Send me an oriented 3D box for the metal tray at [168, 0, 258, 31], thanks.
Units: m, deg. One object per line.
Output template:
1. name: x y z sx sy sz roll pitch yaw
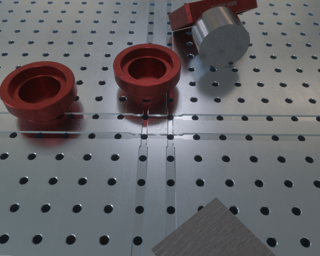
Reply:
1. metal tray: 0.091 -0.206 0.545 0.131 0.030 0.090 -18 13 -15

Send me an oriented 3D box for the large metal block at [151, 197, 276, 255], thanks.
1. large metal block: 0.049 0.126 0.285 0.081 0.050 0.080 -32 57 -24

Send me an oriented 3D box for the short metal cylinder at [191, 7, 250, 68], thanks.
1. short metal cylinder: 0.095 -0.143 0.493 0.081 0.080 0.050 -8 51 -6

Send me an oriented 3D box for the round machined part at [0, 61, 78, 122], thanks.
1. round machined part: -0.166 -0.047 0.435 0.099 0.042 0.098 0 50 0

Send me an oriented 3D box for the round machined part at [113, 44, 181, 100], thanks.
1. round machined part: -0.019 -0.080 0.464 0.099 0.042 0.098 0 50 0
